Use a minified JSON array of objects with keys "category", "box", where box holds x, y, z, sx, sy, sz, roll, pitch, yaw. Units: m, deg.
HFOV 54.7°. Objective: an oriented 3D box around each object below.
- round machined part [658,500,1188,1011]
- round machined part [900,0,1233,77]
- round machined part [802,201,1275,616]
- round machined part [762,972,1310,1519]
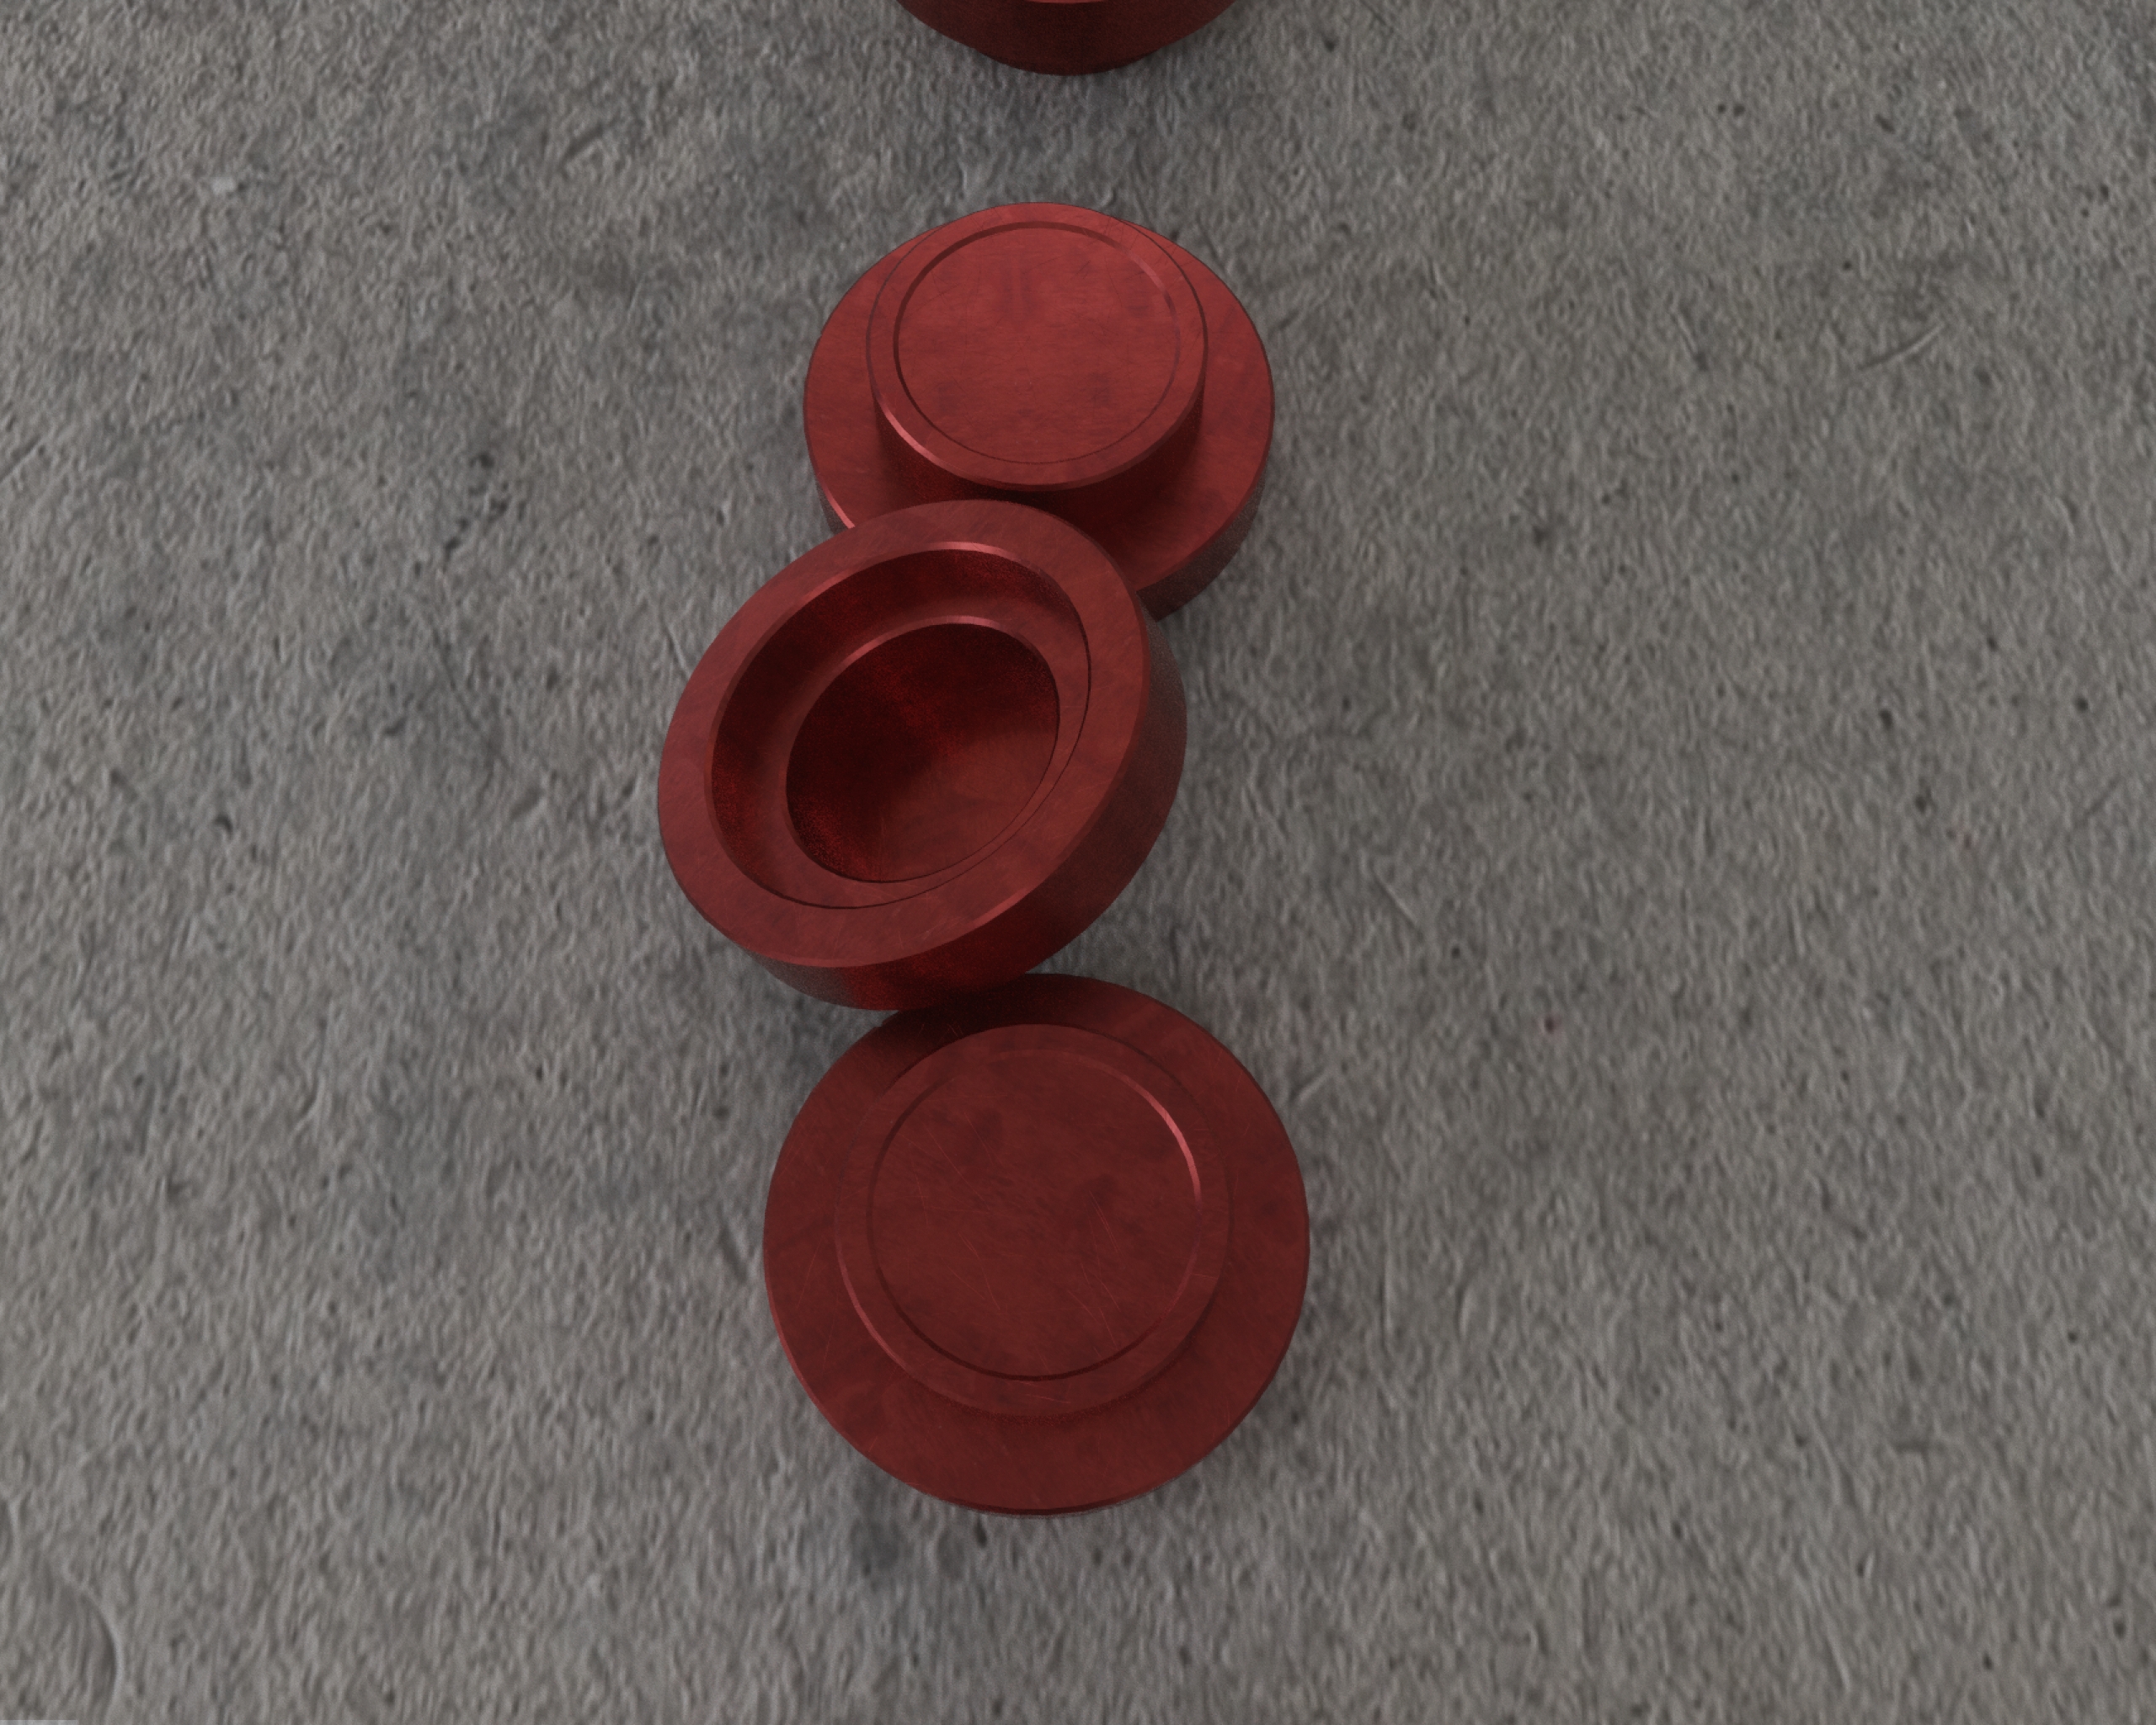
[{"category":"round machined part","box":[-0.025,-0.017,0.393,0.098,0.042,0.098,-11,59,19]},{"category":"round machined part","box":[-0.003,-0.222,0.480,0.099,0.042,0.098,0,70,0]},{"category":"round machined part","box":[-0.008,-0.097,0.434,0.099,0.042,0.098,0,70,0]},{"category":"round machined part","box":[-0.007,0.066,0.375,0.099,0.042,0.098,0,70,0]}]
